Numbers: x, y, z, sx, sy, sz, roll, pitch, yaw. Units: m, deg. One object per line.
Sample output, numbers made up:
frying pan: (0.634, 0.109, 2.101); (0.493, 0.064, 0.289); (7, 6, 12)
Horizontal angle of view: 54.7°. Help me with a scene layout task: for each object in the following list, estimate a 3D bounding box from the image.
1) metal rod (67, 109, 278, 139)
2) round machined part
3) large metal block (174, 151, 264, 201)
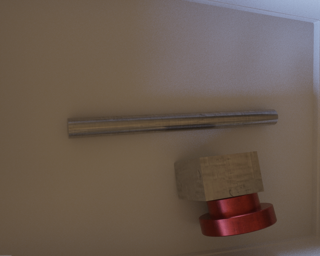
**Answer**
metal rod: (0.032, -0.008, 0.423); (0.303, 0.025, 0.025); (-3, 91, -20)
round machined part: (0.100, 0.110, 0.412); (0.099, 0.098, 0.042); (-8, 80, -20)
large metal block: (0.074, 0.063, 0.406); (0.081, 0.080, 0.050); (-4, 81, -20)
